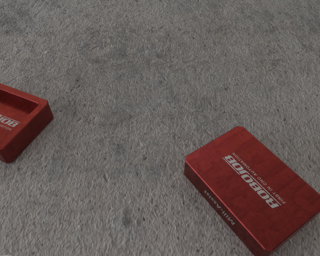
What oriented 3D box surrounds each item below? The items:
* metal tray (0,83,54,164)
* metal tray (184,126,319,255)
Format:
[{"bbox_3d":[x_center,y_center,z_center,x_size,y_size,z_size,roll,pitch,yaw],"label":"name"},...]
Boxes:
[{"bbox_3d":[-0.223,-0.016,0.411,0.130,0.030,0.090,20,53,15],"label":"metal tray"},{"bbox_3d":[0.100,0.065,0.346,0.091,0.030,0.130,-28,56,-22],"label":"metal tray"}]
